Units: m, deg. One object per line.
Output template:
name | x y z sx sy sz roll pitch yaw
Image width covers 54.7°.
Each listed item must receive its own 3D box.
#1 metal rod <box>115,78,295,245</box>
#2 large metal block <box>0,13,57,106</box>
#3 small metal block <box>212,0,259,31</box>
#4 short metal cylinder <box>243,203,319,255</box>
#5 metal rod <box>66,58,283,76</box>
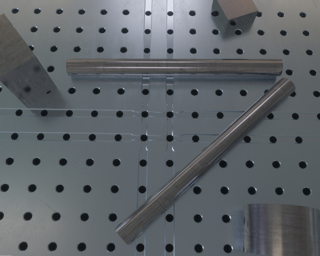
metal rod | 0.067 0.034 0.399 0.301 0.025 0.025 -40 75 -14
large metal block | -0.193 -0.088 0.413 0.050 0.080 0.080 -36 74 -12
small metal block | 0.116 -0.185 0.480 0.050 0.025 0.050 -19 71 -7
short metal cylinder | 0.133 0.114 0.342 0.080 0.080 0.050 5 70 2
metal rod | 0.021 -0.087 0.443 0.302 0.025 0.025 0 70 0
